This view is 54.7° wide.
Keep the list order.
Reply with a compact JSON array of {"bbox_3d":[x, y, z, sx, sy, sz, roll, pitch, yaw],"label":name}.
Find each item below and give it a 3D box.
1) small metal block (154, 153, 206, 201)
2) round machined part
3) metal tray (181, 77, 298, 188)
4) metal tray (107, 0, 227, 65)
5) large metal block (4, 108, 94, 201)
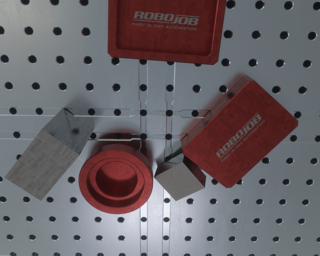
[{"bbox_3d":[0.029,0.068,0.432,0.050,0.025,0.050,-32,108,27],"label":"small metal block"},{"bbox_3d":[-0.058,0.066,0.428,0.099,0.042,0.097,0,110,0],"label":"round machined part"},{"bbox_3d":[0.103,0.008,0.415,0.090,0.030,0.130,39,105,-13],"label":"metal tray"},{"bbox_3d":[0.007,-0.126,0.364,0.131,0.030,0.089,4,110,-2],"label":"metal tray"},{"bbox_3d":[-0.137,0.030,0.394,0.050,0.080,0.080,38,106,-13],"label":"large metal block"}]
